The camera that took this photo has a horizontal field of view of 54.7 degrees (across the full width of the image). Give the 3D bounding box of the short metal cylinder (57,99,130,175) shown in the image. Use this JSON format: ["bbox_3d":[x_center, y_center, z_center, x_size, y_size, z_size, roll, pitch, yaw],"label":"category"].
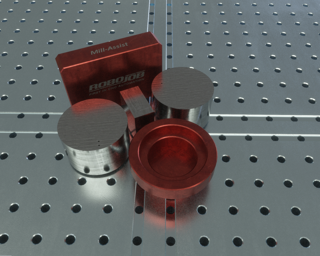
[{"bbox_3d":[-0.078,0.010,0.377,0.081,0.050,0.080,0,50,0],"label":"short metal cylinder"}]

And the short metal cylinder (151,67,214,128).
[{"bbox_3d":[0.029,-0.037,0.418,0.081,0.050,0.080,0,50,0],"label":"short metal cylinder"}]

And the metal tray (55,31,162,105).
[{"bbox_3d":[-0.062,-0.070,0.418,0.131,0.090,0.030,-19,53,-15],"label":"metal tray"}]

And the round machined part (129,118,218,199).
[{"bbox_3d":[0.014,0.039,0.359,0.099,0.042,0.098,0,50,0],"label":"round machined part"}]

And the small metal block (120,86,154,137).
[{"bbox_3d":[-0.029,-0.017,0.400,0.025,0.050,0.050,-20,53,-16],"label":"small metal block"}]
